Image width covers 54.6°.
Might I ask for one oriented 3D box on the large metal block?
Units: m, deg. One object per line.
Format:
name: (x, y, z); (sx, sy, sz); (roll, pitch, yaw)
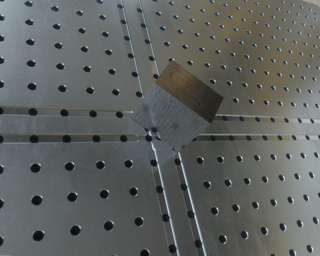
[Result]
large metal block: (0.020, -0.026, 0.399); (0.080, 0.080, 0.050); (36, 51, -5)
